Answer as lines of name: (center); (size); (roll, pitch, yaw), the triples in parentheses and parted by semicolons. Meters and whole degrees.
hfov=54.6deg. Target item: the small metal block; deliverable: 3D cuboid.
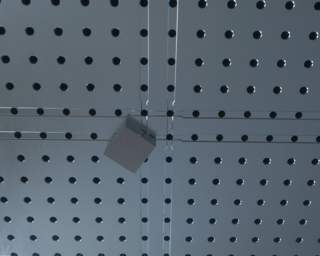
small metal block: (-0.040, 0.026, 0.422); (0.050, 0.025, 0.050); (34, 106, -12)
